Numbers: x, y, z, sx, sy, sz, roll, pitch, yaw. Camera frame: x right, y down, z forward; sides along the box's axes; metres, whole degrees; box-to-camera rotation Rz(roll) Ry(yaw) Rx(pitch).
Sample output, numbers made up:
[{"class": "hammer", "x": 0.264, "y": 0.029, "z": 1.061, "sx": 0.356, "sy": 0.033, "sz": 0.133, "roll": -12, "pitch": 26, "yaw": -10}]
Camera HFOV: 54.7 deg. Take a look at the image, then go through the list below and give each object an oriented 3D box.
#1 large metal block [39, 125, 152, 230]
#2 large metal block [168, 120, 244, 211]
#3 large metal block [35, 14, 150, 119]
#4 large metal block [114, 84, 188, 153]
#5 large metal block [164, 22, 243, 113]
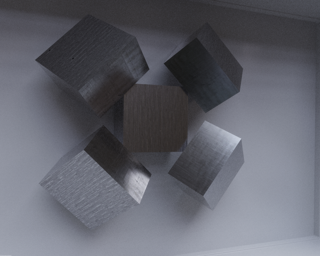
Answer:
[{"class": "large metal block", "x": -0.071, "y": 0.057, "z": 0.348, "sx": 0.080, "sy": 0.050, "sz": 0.080, "roll": -34, "pitch": 106, "yaw": 29}, {"class": "large metal block", "x": 0.063, "y": 0.050, "z": 0.395, "sx": 0.080, "sy": 0.050, "sz": 0.080, "roll": -54, "pitch": 151, "yaw": -13}, {"class": "large metal block", "x": -0.073, "y": -0.070, "z": 0.344, "sx": 0.080, "sy": 0.080, "sz": 0.050, "roll": -48, "pitch": 148, "yaw": -14}, {"class": "large metal block", "x": -0.012, "y": -0.011, "z": 0.390, "sx": 0.081, "sy": 0.050, "sz": 0.080, "roll": 1, "pitch": 90, "yaw": -20}, {"class": "large metal block", "x": 0.059, "y": -0.079, "z": 0.395, "sx": 0.080, "sy": 0.050, "sz": 0.080, "roll": 48, "pitch": 32, "yaw": -13}]
